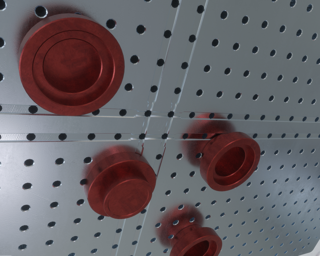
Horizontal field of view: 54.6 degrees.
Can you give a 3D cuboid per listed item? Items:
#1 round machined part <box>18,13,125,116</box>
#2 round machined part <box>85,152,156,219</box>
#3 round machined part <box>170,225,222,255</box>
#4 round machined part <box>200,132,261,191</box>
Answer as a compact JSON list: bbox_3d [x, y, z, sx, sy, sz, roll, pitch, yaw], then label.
[{"bbox_3d":[-0.089,-0.064,0.311,0.099,0.042,0.097,-14,124,-21],"label":"round machined part"},{"bbox_3d":[-0.049,0.085,0.425,0.099,0.042,0.097,-14,124,-21],"label":"round machined part"},{"bbox_3d":[0.061,0.217,0.567,0.099,0.042,0.097,-14,124,-21],"label":"round machined part"},{"bbox_3d":[0.105,0.048,0.486,0.099,0.042,0.097,-14,124,-21],"label":"round machined part"}]
